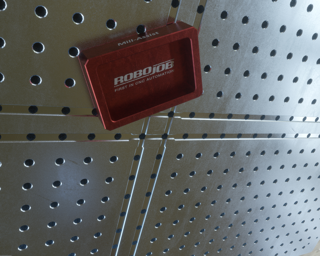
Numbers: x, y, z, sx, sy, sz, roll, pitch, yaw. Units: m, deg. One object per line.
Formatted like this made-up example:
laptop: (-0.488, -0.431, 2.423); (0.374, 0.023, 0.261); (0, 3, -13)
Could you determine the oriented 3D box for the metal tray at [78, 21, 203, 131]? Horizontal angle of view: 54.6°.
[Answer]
metal tray: (-0.016, -0.061, 0.360); (0.131, 0.030, 0.090); (-22, 127, -15)
